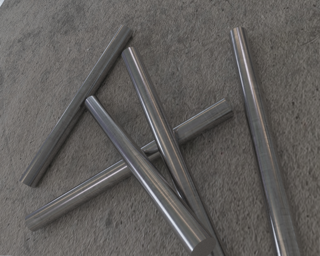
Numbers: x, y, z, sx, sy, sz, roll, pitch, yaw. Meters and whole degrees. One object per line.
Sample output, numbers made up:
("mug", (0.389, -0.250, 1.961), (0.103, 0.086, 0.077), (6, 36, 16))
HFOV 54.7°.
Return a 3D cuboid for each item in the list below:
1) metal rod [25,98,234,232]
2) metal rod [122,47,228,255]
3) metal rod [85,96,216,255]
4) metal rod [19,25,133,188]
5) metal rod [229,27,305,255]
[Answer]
("metal rod", (-0.044, 0.051, 0.396), (0.300, 0.025, 0.025), (-31, 52, 8))
("metal rod", (0.009, 0.020, 0.357), (0.025, 0.025, 0.299), (-28, 61, 10))
("metal rod", (-0.034, 0.030, 0.367), (0.025, 0.025, 0.300), (-43, 41, -2))
("metal rod", (-0.127, -0.044, 0.497), (0.025, 0.025, 0.300), (17, 70, 35))
("metal rod", (0.111, -0.002, 0.346), (0.025, 0.025, 0.299), (-15, 56, 20))
